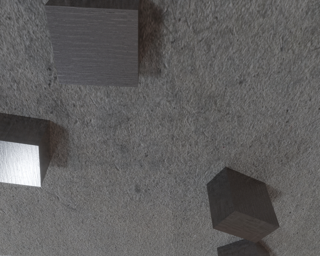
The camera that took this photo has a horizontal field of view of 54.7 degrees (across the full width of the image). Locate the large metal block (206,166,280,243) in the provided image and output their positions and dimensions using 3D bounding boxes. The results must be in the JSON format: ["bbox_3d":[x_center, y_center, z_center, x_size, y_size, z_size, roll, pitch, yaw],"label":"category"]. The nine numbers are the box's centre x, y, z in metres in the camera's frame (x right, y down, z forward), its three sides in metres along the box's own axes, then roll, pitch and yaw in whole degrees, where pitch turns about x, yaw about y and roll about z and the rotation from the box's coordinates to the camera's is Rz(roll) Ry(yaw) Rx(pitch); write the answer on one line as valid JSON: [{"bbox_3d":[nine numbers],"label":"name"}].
[{"bbox_3d":[0.123,0.116,0.471,0.080,0.080,0.050,24,126,-19],"label":"large metal block"}]

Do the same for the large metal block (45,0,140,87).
[{"bbox_3d":[-0.061,-0.090,0.313,0.081,0.050,0.079,2,130,-2],"label":"large metal block"}]

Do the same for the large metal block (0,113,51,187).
[{"bbox_3d":[-0.195,0.029,0.414,0.081,0.050,0.079,9,130,-8],"label":"large metal block"}]

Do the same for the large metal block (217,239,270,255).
[{"bbox_3d":[0.172,0.269,0.621,0.080,0.050,0.080,-28,125,21],"label":"large metal block"}]
